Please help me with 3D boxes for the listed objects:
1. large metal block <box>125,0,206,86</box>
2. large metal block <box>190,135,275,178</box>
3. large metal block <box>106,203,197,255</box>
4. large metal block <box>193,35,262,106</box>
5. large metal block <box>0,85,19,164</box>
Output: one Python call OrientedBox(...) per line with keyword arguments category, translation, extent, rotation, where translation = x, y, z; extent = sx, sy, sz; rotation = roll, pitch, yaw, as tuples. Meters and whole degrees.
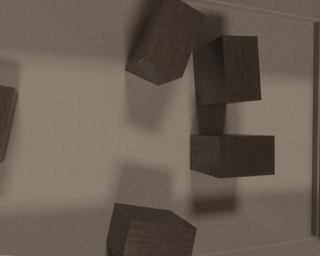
OrientedBox(category="large metal block", translation=(0.003, -0.104, 0.383), extent=(0.050, 0.080, 0.080), rotation=(23, 82, -19))
OrientedBox(category="large metal block", translation=(0.095, 0.035, 0.418), extent=(0.081, 0.080, 0.050), rotation=(0, 90, -20))
OrientedBox(category="large metal block", translation=(-0.013, 0.131, 0.378), extent=(0.081, 0.080, 0.050), rotation=(14, 86, -20))
OrientedBox(category="large metal block", translation=(0.087, -0.073, 0.415), extent=(0.050, 0.080, 0.079), rotation=(-5, 92, -20))
OrientedBox(category="large metal block", translation=(-0.201, -0.009, 0.323), extent=(0.081, 0.050, 0.080), rotation=(11, 86, -20))
